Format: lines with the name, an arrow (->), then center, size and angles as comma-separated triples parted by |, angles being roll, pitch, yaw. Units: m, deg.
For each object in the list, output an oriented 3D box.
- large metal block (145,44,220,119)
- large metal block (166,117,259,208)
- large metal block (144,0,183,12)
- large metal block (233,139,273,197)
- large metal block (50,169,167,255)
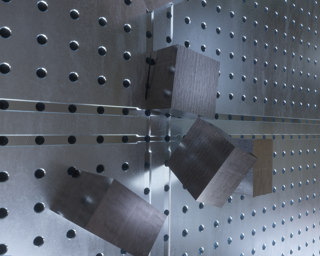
large metal block -> 0.032, -0.058, 0.418 | 0.081, 0.050, 0.080 | 11, 83, -39
large metal block -> 0.065, 0.044, 0.408 | 0.050, 0.080, 0.080 | 25, 104, -37
large metal block -> 0.029, -0.194, 0.396 | 0.080, 0.080, 0.050 | -34, 111, -35
large metal block -> 0.122, 0.056, 0.474 | 0.050, 0.080, 0.080 | 1, 90, -40
large metal block -> -0.054, 0.090, 0.327 | 0.080, 0.080, 0.050 | 43, 64, -32
